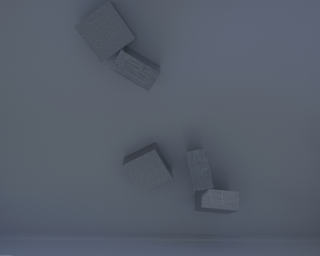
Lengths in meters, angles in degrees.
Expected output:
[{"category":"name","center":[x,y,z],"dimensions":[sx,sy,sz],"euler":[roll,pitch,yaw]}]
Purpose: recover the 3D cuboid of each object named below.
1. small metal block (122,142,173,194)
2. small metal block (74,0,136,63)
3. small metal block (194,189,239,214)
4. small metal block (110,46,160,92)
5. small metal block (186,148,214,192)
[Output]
[{"category":"small metal block","center":[-0.017,0.055,0.431],"dimensions":[0.050,0.025,0.050],"euler":[-27,108,9]},{"category":"small metal block","center":[-0.063,-0.114,0.368],"dimensions":[0.050,0.025,0.050],"euler":[-33,107,11]},{"category":"small metal block","center":[0.078,0.104,0.434],"dimensions":[0.050,0.050,0.025],"euler":[6,69,-3]},{"category":"small metal block","center":[-0.028,-0.072,0.371],"dimensions":[0.050,0.050,0.025],"euler":[30,107,-11]},{"category":"small metal block","center":[0.052,0.055,0.409],"dimensions":[0.025,0.050,0.050],"euler":[-12,81,4]}]
